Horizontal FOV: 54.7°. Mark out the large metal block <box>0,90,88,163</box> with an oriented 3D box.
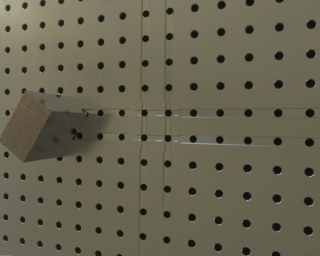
[{"bbox_3d":[-0.162,-0.002,0.439,0.050,0.080,0.080,35,101,16],"label":"large metal block"}]
